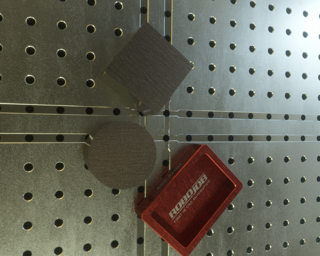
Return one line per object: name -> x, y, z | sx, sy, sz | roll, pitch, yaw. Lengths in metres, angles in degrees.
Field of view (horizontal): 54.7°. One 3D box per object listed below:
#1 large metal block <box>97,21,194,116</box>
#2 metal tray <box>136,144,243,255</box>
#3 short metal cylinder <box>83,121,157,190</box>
large metal block -> -0.019, -0.072, 0.393 | 0.080, 0.050, 0.080 | 40, 77, -16
metal tray -> 0.042, 0.096, 0.427 | 0.130, 0.030, 0.090 | -47, 105, -14
short metal cylinder -> -0.051, 0.031, 0.381 | 0.081, 0.050, 0.079 | 0, 90, -21
